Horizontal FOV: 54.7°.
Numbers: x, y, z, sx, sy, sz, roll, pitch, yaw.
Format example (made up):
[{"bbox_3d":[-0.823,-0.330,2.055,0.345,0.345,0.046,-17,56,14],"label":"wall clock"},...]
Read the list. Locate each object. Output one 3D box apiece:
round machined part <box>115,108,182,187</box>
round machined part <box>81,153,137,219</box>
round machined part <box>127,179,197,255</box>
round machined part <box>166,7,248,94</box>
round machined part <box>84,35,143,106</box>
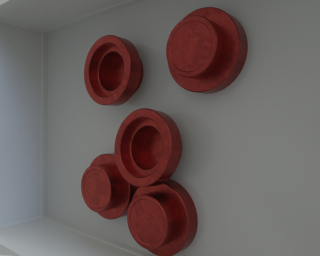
[{"bbox_3d":[-0.010,0.026,0.400,0.098,0.042,0.097,-7,79,40],"label":"round machined part"},{"bbox_3d":[-0.080,0.087,0.462,0.098,0.042,0.097,0,90,40],"label":"round machined part"},{"bbox_3d":[-0.004,0.116,0.399,0.098,0.042,0.097,0,90,40],"label":"round machined part"},{"bbox_3d":[0.046,-0.090,0.358,0.098,0.042,0.097,0,90,40],"label":"round machined part"},{"bbox_3d":[-0.063,-0.081,0.448,0.098,0.042,0.097,0,90,40],"label":"round machined part"}]
